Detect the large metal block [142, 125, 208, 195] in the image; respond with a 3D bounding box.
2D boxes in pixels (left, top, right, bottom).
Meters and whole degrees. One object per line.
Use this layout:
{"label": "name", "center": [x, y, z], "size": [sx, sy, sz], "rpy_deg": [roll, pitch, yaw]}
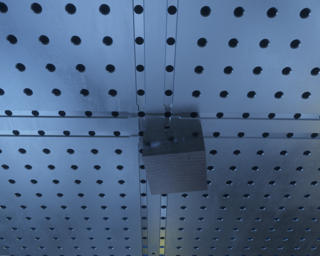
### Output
{"label": "large metal block", "center": [0.022, 0.046, 0.435], "size": [0.080, 0.050, 0.080], "rpy_deg": [-6, 130, 4]}
